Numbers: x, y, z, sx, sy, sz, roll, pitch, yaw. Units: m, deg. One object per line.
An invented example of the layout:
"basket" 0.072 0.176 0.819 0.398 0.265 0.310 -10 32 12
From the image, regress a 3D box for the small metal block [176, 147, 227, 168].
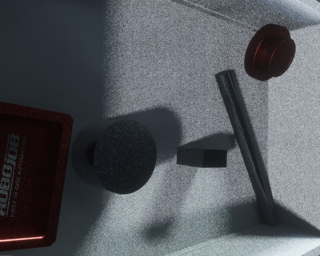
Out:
"small metal block" 0.060 0.042 0.443 0.050 0.050 0.025 6 87 -40

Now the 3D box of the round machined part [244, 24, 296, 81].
"round machined part" 0.197 -0.127 0.539 0.099 0.042 0.097 -22 129 -29

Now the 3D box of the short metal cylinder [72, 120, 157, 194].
"short metal cylinder" -0.051 0.031 0.349 0.081 0.050 0.079 0 90 -40

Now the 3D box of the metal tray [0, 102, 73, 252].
"metal tray" -0.138 0.044 0.288 0.091 0.030 0.129 11 83 -40

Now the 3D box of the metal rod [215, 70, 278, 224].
"metal rod" 0.155 0.043 0.539 0.025 0.025 0.299 -36 113 -34
